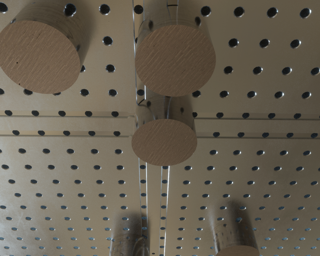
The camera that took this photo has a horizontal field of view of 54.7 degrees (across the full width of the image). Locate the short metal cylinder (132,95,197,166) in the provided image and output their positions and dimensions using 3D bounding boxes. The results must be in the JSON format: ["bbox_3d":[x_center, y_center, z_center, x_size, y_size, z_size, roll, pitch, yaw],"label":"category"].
[{"bbox_3d":[0.005,0.004,0.399,0.081,0.050,0.079,0,130,0],"label":"short metal cylinder"}]

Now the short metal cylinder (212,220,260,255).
[{"bbox_3d":[0.141,0.219,0.584,0.081,0.050,0.079,0,130,0],"label":"short metal cylinder"}]

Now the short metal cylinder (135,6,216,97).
[{"bbox_3d":[0.015,-0.080,0.327,0.081,0.050,0.079,0,130,0],"label":"short metal cylinder"}]

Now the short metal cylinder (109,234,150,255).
[{"bbox_3d":[-0.060,0.252,0.610,0.081,0.050,0.079,0,130,0],"label":"short metal cylinder"}]

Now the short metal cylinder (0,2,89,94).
[{"bbox_3d":[-0.119,-0.083,0.323,0.081,0.050,0.079,0,130,0],"label":"short metal cylinder"}]
